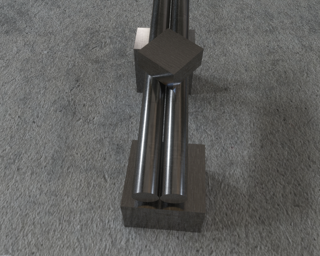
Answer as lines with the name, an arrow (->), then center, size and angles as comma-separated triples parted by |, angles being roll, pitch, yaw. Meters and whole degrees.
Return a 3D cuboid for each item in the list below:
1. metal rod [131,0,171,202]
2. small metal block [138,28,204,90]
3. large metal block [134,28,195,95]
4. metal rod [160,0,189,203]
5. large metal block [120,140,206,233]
metal rod -> -0.005, -0.062, 0.362 | 0.025, 0.025, 0.300 | 3, 57, 2
small metal block -> 0.012, -0.077, 0.343 | 0.050, 0.025, 0.050 | 37, 64, 20
large metal block -> 0.007, -0.095, 0.449 | 0.080, 0.080, 0.050 | 3, 50, 2
metal rod -> 0.021, -0.061, 0.362 | 0.025, 0.025, 0.300 | 3, 57, 2
large metal block -> 0.006, 0.062, 0.336 | 0.080, 0.050, 0.080 | 4, 50, 3
